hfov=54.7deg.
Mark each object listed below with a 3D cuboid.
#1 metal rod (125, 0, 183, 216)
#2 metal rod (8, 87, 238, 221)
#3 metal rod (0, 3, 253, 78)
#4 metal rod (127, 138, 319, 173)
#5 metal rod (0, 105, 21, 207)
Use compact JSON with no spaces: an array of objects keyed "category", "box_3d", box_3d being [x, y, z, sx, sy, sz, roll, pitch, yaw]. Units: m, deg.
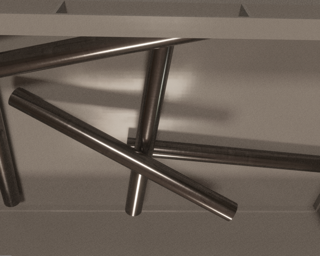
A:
[{"category":"metal rod","box_3d":[-0.015,-0.002,0.382,0.025,0.025,0.298,7,122,-7]},{"category":"metal rod","box_3d":[-0.043,0.033,0.379,0.301,0.025,0.025,28,126,-2]},{"category":"metal rod","box_3d":[-0.065,-0.079,0.304,0.301,0.025,0.025,-9,130,7]},{"category":"metal rod","box_3d":[0.103,0.040,0.445,0.302,0.025,0.025,6,130,-6]},{"category":"metal rod","box_3d":[-0.219,0.007,0.411,0.025,0.025,0.298,6,130,-6]}]
